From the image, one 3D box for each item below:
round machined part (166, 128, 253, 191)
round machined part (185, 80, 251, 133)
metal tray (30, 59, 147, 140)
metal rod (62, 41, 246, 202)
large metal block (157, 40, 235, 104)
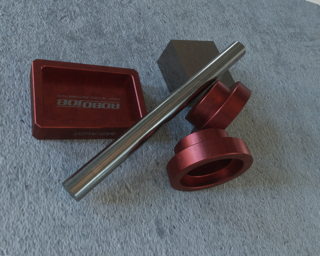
[{"bbox_3d":[0.055,0.035,0.365,0.099,0.097,0.042,2,56,-28],"label":"round machined part"},{"bbox_3d":[0.070,-0.025,0.411,0.042,0.097,0.098,41,51,-1],"label":"round machined part"},{"bbox_3d":[-0.084,-0.033,0.374,0.131,0.030,0.090,1,62,-28],"label":"metal tray"},{"bbox_3d":[0.012,-0.025,0.376,0.025,0.025,0.301,47,63,4],"label":"metal rod"},{"bbox_3d":[0.053,-0.084,0.468,0.081,0.050,0.080,-8,66,-32],"label":"large metal block"}]
